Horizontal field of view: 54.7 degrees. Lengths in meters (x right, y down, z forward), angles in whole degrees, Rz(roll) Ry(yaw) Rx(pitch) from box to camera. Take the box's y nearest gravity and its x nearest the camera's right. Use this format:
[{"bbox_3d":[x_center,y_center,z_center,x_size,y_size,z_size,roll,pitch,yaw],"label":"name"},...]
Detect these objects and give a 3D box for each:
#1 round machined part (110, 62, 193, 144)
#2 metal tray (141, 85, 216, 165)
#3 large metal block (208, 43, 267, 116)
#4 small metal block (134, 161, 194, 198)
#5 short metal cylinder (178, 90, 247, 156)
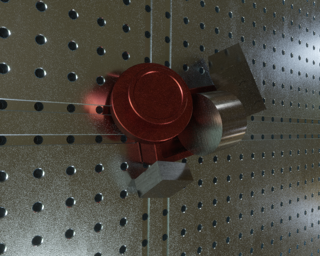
[{"bbox_3d":[-0.007,-0.032,0.363,0.099,0.042,0.098,4,75,-15],"label":"round machined part"},{"bbox_3d":[0.031,-0.007,0.429,0.131,0.030,0.089,-15,100,-39],"label":"metal tray"},{"bbox_3d":[0.111,-0.068,0.456,0.080,0.050,0.080,59,20,-24],"label":"large metal block"},{"bbox_3d":[0.005,0.066,0.390,0.050,0.050,0.025,10,50,-39],"label":"small metal block"},{"bbox_3d":[0.065,-0.008,0.407,0.050,0.080,0.079,-12,98,-40],"label":"short metal cylinder"}]
